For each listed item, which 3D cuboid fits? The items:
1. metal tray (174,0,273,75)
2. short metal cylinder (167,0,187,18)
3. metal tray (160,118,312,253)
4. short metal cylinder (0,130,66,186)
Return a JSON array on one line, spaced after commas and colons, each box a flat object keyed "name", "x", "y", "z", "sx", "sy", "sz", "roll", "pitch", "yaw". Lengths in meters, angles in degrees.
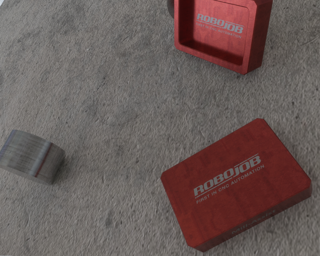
[{"name": "metal tray", "x": 0.074, "y": -0.133, "z": 0.403, "sx": 0.030, "sy": 0.089, "sz": 0.130, "roll": -29, "pitch": 44, "yaw": -32}, {"name": "short metal cylinder", "x": 0.049, "y": -0.205, "z": 0.469, "sx": 0.080, "sy": 0.080, "sz": 0.050, "roll": -17, "pitch": 55, "yaw": 19}, {"name": "metal tray", "x": 0.075, "y": 0.058, "z": 0.326, "sx": 0.130, "sy": 0.030, "sz": 0.090, "roll": -31, "pitch": 52, "yaw": 8}, {"name": "short metal cylinder", "x": -0.183, "y": 0.043, "z": 0.438, "sx": 0.080, "sy": 0.080, "sz": 0.050, "roll": 6, "pitch": 65, "yaw": 31}]
